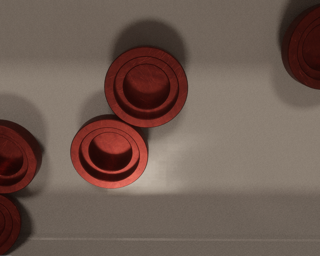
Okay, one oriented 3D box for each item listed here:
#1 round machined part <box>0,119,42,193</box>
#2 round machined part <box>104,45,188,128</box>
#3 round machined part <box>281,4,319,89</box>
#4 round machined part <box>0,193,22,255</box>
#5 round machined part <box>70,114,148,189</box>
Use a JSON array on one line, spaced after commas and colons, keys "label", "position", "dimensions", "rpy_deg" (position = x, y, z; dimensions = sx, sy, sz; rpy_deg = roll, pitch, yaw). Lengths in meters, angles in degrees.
[{"label": "round machined part", "position": [-0.206, 0.034, 0.412], "dimensions": [0.099, 0.042, 0.097], "rpy_deg": [0, 110, -1]}, {"label": "round machined part", "position": [-0.016, -0.053, 0.383], "dimensions": [0.099, 0.042, 0.097], "rpy_deg": [0, 110, -1]}, {"label": "round machined part", "position": [0.193, -0.098, 0.369], "dimensions": [0.099, 0.042, 0.097], "rpy_deg": [0, 110, -1]}, {"label": "round machined part", "position": [-0.248, 0.132, 0.434], "dimensions": [0.099, 0.042, 0.097], "rpy_deg": [-1, 92, -22]}, {"label": "round machined part", "position": [-0.064, 0.028, 0.412], "dimensions": [0.099, 0.042, 0.097], "rpy_deg": [0, 110, -1]}]
